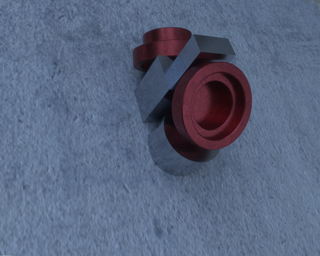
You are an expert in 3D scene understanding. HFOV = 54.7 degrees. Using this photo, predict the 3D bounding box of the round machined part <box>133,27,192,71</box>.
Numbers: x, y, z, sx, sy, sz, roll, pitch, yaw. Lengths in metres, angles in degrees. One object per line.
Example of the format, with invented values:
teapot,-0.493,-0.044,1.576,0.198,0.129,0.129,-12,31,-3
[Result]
round machined part,0.011,-0.107,0.426,0.099,0.098,0.042,-2,88,-30

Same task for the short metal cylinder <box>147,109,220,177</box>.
short metal cylinder,0.030,0.017,0.398,0.081,0.050,0.080,14,56,-21

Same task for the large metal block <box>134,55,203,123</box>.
large metal block,0.022,-0.049,0.412,0.081,0.080,0.050,-2,63,-30

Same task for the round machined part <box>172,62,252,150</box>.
round machined part,0.055,-0.027,0.357,0.099,0.042,0.097,-7,103,-28

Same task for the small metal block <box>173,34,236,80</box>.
small metal block,0.051,-0.081,0.364,0.050,0.050,0.025,-3,63,-30
